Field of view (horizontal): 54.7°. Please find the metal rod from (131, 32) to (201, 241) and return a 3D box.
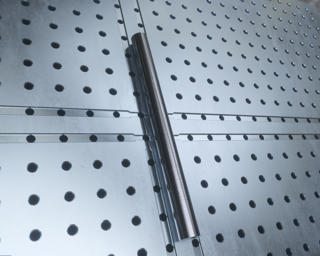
[{"bbox_3d":[0.001,-0.006,0.414,0.025,0.025,0.299,0,62,-28],"label":"metal rod"}]
